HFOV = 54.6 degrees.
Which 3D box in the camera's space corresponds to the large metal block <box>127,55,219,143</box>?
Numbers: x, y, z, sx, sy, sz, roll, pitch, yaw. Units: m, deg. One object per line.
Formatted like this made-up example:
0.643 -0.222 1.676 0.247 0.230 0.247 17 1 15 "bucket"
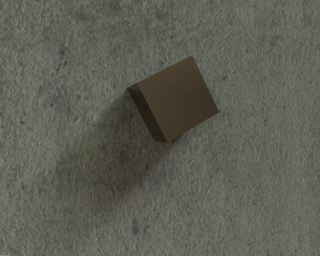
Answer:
0.016 -0.036 0.401 0.080 0.050 0.080 -30 100 -18 "large metal block"
